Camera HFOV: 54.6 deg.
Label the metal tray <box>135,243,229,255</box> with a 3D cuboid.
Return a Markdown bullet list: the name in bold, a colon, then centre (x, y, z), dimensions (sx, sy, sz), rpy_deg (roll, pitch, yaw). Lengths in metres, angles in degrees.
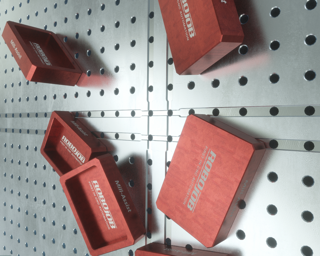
- **metal tray**: centre (0.028, 0.198, 0.383), dimensions (0.130, 0.030, 0.090), rpy_deg (-9, 84, 39)

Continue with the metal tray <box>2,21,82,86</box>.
- **metal tray**: centre (-0.205, -0.128, 0.537), dimensions (0.130, 0.091, 0.030), rpy_deg (52, 121, 27)

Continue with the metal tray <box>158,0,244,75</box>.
- **metal tray**: centre (0.039, -0.137, 0.354), dimensions (0.090, 0.030, 0.129), rpy_deg (-30, 70, 58)

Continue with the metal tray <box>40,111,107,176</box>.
- **metal tray**: centre (-0.153, 0.038, 0.533), dimensions (0.130, 0.030, 0.089), rpy_deg (38, 113, 33)

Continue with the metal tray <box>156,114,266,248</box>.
- **metal tray**: centre (0.054, 0.059, 0.362), dimensions (0.090, 0.030, 0.129), rpy_deg (30, 109, 36)

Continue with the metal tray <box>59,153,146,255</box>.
- **metal tray**: centre (-0.086, 0.114, 0.456), dimensions (0.090, 0.030, 0.130), rpy_deg (-28, 83, 29)
